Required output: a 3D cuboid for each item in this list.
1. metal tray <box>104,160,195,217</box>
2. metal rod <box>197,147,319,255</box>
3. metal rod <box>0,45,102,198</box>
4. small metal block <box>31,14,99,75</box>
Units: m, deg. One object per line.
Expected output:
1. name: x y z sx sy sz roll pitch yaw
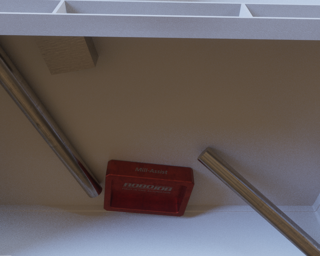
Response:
1. metal tray: -0.020 0.097 0.488 0.131 0.030 0.089 6 130 -6
2. metal rod: 0.174 0.135 0.444 0.300 0.025 0.025 41 122 0
3. metal rod: -0.151 -0.007 0.401 0.025 0.025 0.299 -15 129 11
4. small metal block: -0.100 -0.089 0.332 0.050 0.025 0.050 -9 130 6
